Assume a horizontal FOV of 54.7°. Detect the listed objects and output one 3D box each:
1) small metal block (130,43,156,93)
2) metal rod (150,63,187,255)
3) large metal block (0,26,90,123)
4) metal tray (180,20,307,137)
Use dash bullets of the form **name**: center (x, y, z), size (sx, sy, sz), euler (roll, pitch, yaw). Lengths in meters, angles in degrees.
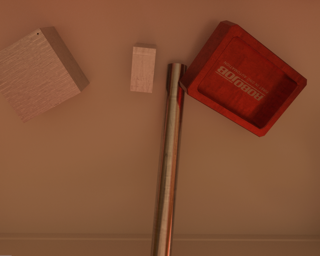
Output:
- **small metal block**: center (-0.019, -0.073, 0.371), size (0.025, 0.050, 0.050), euler (5, 110, -2)
- **metal rod**: center (0.008, 0.071, 0.374), size (0.025, 0.025, 0.298), euler (5, 85, -2)
- **large metal block**: center (-0.145, -0.065, 0.372), size (0.080, 0.050, 0.080), euler (-27, 108, 9)
- **metal tray**: center (0.101, -0.054, 0.372), size (0.131, 0.030, 0.090), euler (27, 107, -26)
